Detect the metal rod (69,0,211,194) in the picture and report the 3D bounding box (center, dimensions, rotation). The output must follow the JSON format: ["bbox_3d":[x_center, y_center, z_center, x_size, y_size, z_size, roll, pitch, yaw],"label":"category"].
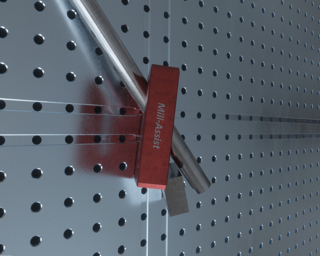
[{"bbox_3d":[-0.022,-0.042,0.369,0.025,0.025,0.299,-43,109,-32],"label":"metal rod"}]

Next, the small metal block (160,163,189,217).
[{"bbox_3d":[0.016,0.078,0.403,0.025,0.050,0.050,-13,105,-5],"label":"small metal block"}]

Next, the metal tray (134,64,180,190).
[{"bbox_3d":[-0.006,0.001,0.362,0.030,0.090,0.129,7,85,-6],"label":"metal tray"}]
